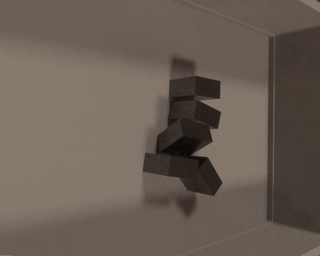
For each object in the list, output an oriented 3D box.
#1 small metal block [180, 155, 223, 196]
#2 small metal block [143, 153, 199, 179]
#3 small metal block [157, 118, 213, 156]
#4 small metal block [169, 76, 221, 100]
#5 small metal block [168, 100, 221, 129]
[{"bbox_3d":[0.052,0.066,0.437,0.025,0.050,0.050,-48,119,-30],"label":"small metal block"},{"bbox_3d":[0.014,0.049,0.404,0.050,0.050,0.025,13,82,-39],"label":"small metal block"},{"bbox_3d":[0.033,0.014,0.413,0.050,0.050,0.025,12,57,-34],"label":"small metal block"},{"bbox_3d":[0.049,-0.054,0.433,0.050,0.050,0.025,3,88,-40],"label":"small metal block"},{"bbox_3d":[0.048,-0.017,0.433,0.050,0.050,0.025,21,77,-39],"label":"small metal block"}]
